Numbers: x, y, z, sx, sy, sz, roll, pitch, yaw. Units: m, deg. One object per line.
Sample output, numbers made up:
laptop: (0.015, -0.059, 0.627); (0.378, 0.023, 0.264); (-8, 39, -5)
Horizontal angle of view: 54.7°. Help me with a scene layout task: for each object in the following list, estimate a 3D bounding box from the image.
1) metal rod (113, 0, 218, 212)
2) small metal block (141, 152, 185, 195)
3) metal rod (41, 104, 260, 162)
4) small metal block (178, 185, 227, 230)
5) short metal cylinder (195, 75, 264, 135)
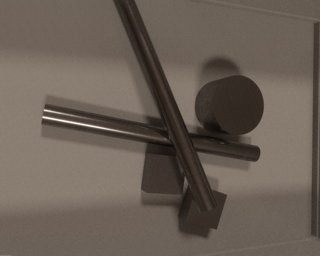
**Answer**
metal rod: (0.005, -0.037, 0.393); (0.025, 0.025, 0.299); (-22, 90, -19)
small metal block: (0.005, 0.061, 0.414); (0.050, 0.025, 0.050); (8, 87, -20)
metal rod: (0.003, 0.011, 0.412); (0.302, 0.025, 0.025); (11, 86, -20)
small metal block: (0.060, 0.109, 0.434); (0.050, 0.025, 0.050); (21, 83, -19)
short metal cylinder: (0.096, -0.031, 0.434); (0.081, 0.050, 0.079); (0, 90, -20)
